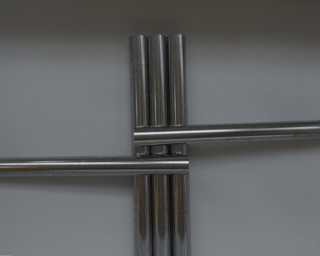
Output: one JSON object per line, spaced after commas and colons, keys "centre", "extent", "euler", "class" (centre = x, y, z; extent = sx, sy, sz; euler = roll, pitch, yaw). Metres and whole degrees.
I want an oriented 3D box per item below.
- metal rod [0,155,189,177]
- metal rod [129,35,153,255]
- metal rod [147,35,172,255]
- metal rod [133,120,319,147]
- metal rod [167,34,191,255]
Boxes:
{"centre": [-0.115, 0.048, 0.393], "extent": [0.302, 0.025, 0.025], "euler": [-1, 90, 5], "class": "metal rod"}
{"centre": [-0.025, 0.030, 0.410], "extent": [0.025, 0.025, 0.298], "euler": [-1, 90, -1], "class": "metal rod"}
{"centre": [0.000, 0.029, 0.410], "extent": [0.025, 0.025, 0.298], "euler": [-1, 90, -1], "class": "metal rod"}
{"centre": [0.118, 0.005, 0.394], "extent": [0.302, 0.025, 0.025], "euler": [-2, 90, -7], "class": "metal rod"}
{"centre": [0.026, 0.028, 0.410], "extent": [0.025, 0.025, 0.298], "euler": [-1, 90, -1], "class": "metal rod"}
